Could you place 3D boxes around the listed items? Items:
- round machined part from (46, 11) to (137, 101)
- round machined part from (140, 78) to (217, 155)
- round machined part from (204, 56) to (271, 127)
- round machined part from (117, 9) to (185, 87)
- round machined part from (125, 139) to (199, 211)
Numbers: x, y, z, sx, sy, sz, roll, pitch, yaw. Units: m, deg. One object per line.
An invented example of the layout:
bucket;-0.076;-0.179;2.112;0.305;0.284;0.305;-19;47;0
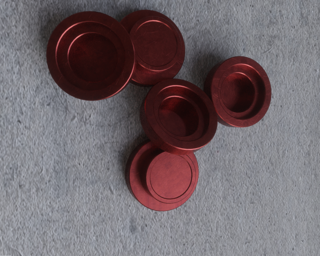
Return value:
round machined part;-0.076;-0.081;0.362;0.099;0.042;0.097;0;97;1
round machined part;0.021;-0.011;0.399;0.099;0.042;0.098;9;64;-19
round machined part;0.105;-0.050;0.441;0.099;0.042;0.097;0;90;-21
round machined part;-0.012;-0.103;0.397;0.099;0.042;0.097;0;90;-21
round machined part;0.008;0.060;0.405;0.099;0.042;0.097;0;90;-21
